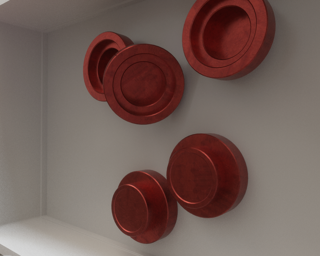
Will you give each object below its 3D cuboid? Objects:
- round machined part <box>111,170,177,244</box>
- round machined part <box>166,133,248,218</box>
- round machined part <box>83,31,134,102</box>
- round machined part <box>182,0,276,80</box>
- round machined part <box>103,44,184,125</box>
[{"bbox_3d":[-0.028,0.107,0.419,0.098,0.042,0.097,0,90,40],"label":"round machined part"},{"bbox_3d":[0.046,0.055,0.358,0.098,0.042,0.097,0,90,40],"label":"round machined part"},{"bbox_3d":[-0.064,-0.086,0.449,0.098,0.042,0.097,0,90,40],"label":"round machined part"},{"bbox_3d":[0.076,-0.100,0.333,0.098,0.042,0.097,0,90,40],"label":"round machined part"},{"bbox_3d":[-0.022,-0.057,0.390,0.042,0.099,0.097,-127,51,-69],"label":"round machined part"}]
